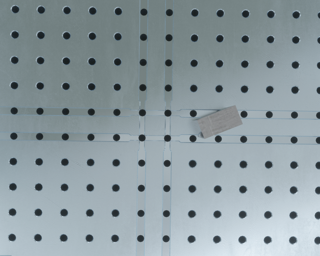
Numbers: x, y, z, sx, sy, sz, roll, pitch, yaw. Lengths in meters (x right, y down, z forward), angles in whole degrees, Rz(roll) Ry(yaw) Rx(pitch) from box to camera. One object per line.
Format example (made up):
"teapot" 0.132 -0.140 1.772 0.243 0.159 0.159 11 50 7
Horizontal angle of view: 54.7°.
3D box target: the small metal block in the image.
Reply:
"small metal block" 0.073 -0.007 0.402 0.050 0.050 0.025 -21 90 0
